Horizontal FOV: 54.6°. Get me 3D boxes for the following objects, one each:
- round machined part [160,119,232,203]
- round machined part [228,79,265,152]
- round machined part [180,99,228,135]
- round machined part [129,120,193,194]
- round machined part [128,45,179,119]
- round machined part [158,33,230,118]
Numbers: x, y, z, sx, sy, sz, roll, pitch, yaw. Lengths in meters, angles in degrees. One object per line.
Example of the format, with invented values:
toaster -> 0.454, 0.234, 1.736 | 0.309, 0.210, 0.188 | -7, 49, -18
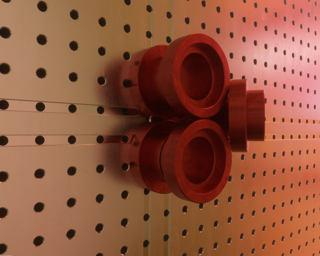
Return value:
round machined part -> 0.040, 0.038, 0.375 | 0.099, 0.042, 0.097 | 0, 90, -40
round machined part -> 0.118, -0.016, 0.413 | 0.098, 0.042, 0.097 | -1, 90, -72
round machined part -> 0.080, -0.017, 0.464 | 0.099, 0.042, 0.097 | 0, 90, -40
round machined part -> 0.011, 0.038, 0.407 | 0.099, 0.042, 0.097 | 0, 90, -40
round machined part -> 0.010, -0.060, 0.407 | 0.099, 0.042, 0.097 | 0, 90, -40
round machined part -> 0.037, -0.060, 0.372 | 0.099, 0.042, 0.097 | 0, 90, -40
